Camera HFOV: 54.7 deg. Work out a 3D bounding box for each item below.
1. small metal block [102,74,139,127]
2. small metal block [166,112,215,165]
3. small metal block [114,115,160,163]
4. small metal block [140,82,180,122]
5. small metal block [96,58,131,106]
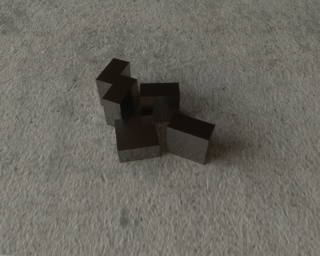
[{"bbox_3d":[-0.051,-0.035,0.415,0.025,0.050,0.050,18,52,14],"label":"small metal block"},{"bbox_3d":[0.036,0.013,0.376,0.050,0.050,0.025,18,53,14],"label":"small metal block"},{"bbox_3d":[-0.030,0.013,0.392,0.050,0.025,0.050,-7,51,-7],"label":"small metal block"},{"bbox_3d":[0.000,-0.033,0.415,0.050,0.050,0.025,-2,50,-2],"label":"small metal block"},{"bbox_3d":[-0.064,-0.062,0.438,0.025,0.050,0.050,18,52,14],"label":"small metal block"}]
